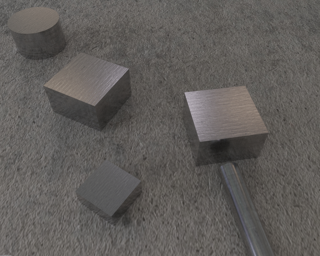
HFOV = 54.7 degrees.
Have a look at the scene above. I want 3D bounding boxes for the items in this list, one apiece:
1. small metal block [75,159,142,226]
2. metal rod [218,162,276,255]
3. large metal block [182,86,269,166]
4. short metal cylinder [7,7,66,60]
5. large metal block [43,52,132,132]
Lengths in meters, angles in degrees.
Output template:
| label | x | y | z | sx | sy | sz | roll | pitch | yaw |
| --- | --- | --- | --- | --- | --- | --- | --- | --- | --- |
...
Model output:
| label | x | y | z | sx | sy | sz | roll | pitch | yaw |
| --- | --- | --- | --- | --- | --- | --- | --- | --- | --- |
| small metal block | -0.056 | 0.071 | 0.344 | 0.050 | 0.025 | 0.050 | 28 | 55 | 21 |
| metal rod | 0.108 | 0.160 | 0.269 | 0.025 | 0.025 | 0.300 | -8 | 51 | -7 |
| large metal block | 0.077 | -0.004 | 0.391 | 0.081 | 0.050 | 0.080 | -7 | 50 | -6 |
| short metal cylinder | -0.204 | -0.159 | 0.519 | 0.081 | 0.050 | 0.080 | 0 | 50 | 0 |
| large metal block | -0.096 | -0.052 | 0.430 | 0.080 | 0.050 | 0.080 | 22 | 53 | 17 |
